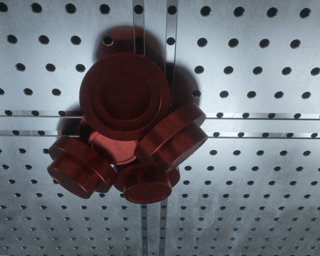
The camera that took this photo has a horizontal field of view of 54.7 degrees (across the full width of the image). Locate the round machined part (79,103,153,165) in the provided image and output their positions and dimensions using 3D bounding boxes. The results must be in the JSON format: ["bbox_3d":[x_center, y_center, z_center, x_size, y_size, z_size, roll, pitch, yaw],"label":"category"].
[{"bbox_3d":[-0.057,0.011,0.407,0.099,0.042,0.097,-1,130,0],"label":"round machined part"}]

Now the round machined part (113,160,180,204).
[{"bbox_3d":[-0.019,0.077,0.450,0.099,0.042,0.097,-5,142,-4],"label":"round machined part"}]

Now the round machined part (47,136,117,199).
[{"bbox_3d":[-0.111,0.059,0.418,0.098,0.042,0.097,24,148,17],"label":"round machined part"}]

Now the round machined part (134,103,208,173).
[{"bbox_3d":[0.020,0.017,0.377,0.042,0.099,0.097,50,123,13],"label":"round machined part"}]

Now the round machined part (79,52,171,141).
[{"bbox_3d":[-0.039,-0.038,0.353,0.099,0.042,0.097,-2,109,-5],"label":"round machined part"}]
